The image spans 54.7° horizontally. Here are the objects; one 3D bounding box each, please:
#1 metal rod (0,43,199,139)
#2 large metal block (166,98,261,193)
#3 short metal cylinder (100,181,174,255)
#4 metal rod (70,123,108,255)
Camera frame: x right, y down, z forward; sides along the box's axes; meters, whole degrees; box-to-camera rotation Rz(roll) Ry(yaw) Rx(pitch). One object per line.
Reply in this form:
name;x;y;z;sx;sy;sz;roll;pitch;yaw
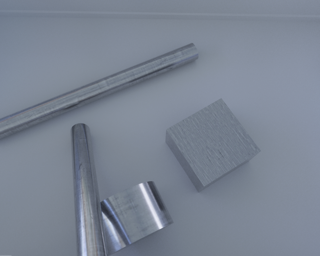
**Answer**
metal rod;-0.087;-0.052;0.427;0.302;0.025;0.025;-24;72;-9
large metal block;0.063;0.023;0.389;0.080;0.050;0.080;-30;73;-11
short metal cylinder;-0.032;0.100;0.344;0.080;0.080;0.050;-24;72;-9
metal rod;-0.067;0.085;0.290;0.025;0.025;0.300;-17;36;-6
